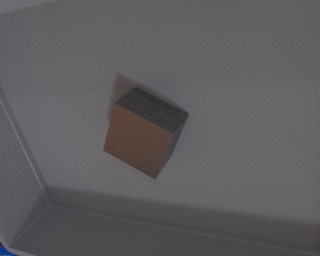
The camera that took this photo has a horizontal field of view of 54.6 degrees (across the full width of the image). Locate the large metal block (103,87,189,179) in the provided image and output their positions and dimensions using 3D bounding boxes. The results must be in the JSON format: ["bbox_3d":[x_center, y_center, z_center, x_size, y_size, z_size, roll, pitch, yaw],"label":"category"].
[{"bbox_3d":[-0.020,0.007,0.403,0.080,0.050,0.079,28,127,10],"label":"large metal block"}]
